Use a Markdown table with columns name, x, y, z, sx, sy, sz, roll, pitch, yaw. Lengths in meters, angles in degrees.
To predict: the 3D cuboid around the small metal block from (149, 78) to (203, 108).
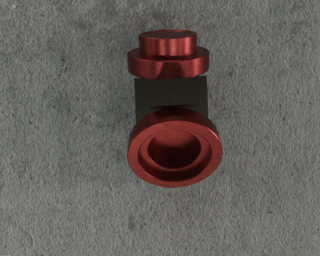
| name | x | y | z | sx | sy | sz | roll | pitch | yaw |
| --- | --- | --- | --- | --- | --- | --- | --- | --- | --- |
| small metal block | 0.015 | -0.034 | 0.318 | 0.050 | 0.050 | 0.025 | -3 | 90 | 0 |

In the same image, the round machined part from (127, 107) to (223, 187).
| name | x | y | z | sx | sy | sz | roll | pitch | yaw |
| --- | --- | --- | --- | --- | --- | --- | --- | --- | --- |
| round machined part | 0.015 | 0.017 | 0.337 | 0.099 | 0.042 | 0.097 | -1 | 129 | -1 |

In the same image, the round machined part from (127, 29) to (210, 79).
| name | x | y | z | sx | sy | sz | roll | pitch | yaw |
| --- | --- | --- | --- | --- | --- | --- | --- | --- | --- |
| round machined part | 0.010 | -0.092 | 0.371 | 0.099 | 0.098 | 0.042 | -2 | 115 | -1 |

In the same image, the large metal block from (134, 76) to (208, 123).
| name | x | y | z | sx | sy | sz | roll | pitch | yaw |
| --- | --- | --- | --- | --- | --- | --- | --- | --- | --- |
| large metal block | 0.012 | -0.032 | 0.383 | 0.081 | 0.080 | 0.050 | -2 | 90 | -1 |

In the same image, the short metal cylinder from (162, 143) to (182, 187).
| name | x | y | z | sx | sy | sz | roll | pitch | yaw |
| --- | --- | --- | --- | --- | --- | --- | --- | --- | --- |
| short metal cylinder | 0.013 | 0.033 | 0.400 | 0.081 | 0.050 | 0.079 | 0 | 90 | -1 |
